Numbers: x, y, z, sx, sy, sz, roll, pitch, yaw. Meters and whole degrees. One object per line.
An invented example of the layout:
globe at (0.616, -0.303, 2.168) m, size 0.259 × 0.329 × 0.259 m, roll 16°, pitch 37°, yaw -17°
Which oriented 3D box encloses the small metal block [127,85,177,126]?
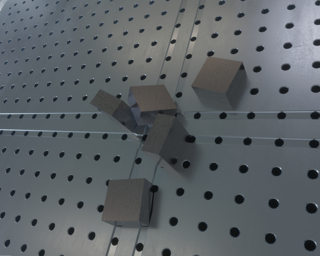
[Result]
small metal block at (-0.011, -0.032, 0.418) m, size 0.050 × 0.025 × 0.050 m, roll -6°, pitch 48°, yaw -22°

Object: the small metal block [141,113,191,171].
small metal block at (0.009, 0.018, 0.378) m, size 0.025 × 0.050 × 0.050 m, roll 12°, pitch 68°, yaw 33°

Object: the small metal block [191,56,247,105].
small metal block at (0.077, -0.063, 0.407) m, size 0.050 × 0.025 × 0.050 m, roll 19°, pitch 72°, yaw 35°

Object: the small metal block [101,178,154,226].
small metal block at (-0.038, 0.090, 0.374) m, size 0.050 × 0.025 × 0.050 m, roll -7°, pitch 58°, yaw 24°

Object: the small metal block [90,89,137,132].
small metal block at (-0.063, -0.025, 0.441) m, size 0.050 × 0.050 × 0.025 m, roll 28°, pitch 80°, yaw 37°
